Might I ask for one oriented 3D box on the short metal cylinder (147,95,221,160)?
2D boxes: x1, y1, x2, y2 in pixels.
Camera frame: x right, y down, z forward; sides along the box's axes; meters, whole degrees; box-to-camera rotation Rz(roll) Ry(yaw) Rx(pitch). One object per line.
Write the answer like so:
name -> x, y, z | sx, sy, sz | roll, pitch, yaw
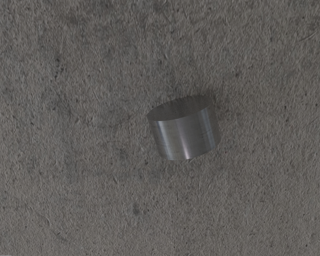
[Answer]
short metal cylinder -> 0.030, -0.002, 0.380 | 0.080, 0.080, 0.050 | -15, 110, 5
